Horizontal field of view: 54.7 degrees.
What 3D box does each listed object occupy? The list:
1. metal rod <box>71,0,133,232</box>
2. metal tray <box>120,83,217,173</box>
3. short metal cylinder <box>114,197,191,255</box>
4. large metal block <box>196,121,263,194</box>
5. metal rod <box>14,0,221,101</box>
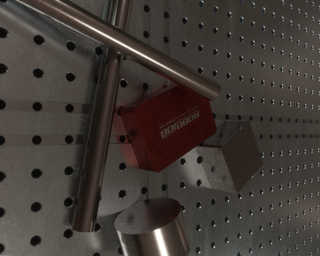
[{"bbox_3d":[-0.063,-0.035,0.357,0.025,0.025,0.298,14,81,-40],"label":"metal rod"},{"bbox_3d":[0.018,-0.009,0.423,0.131,0.030,0.090,-30,109,-36],"label":"metal tray"},{"bbox_3d":[-0.008,0.125,0.369,0.081,0.080,0.050,-24,105,-38],"label":"short metal cylinder"},{"bbox_3d":[0.111,0.043,0.489,0.081,0.050,0.080,-36,113,-34],"label":"large metal block"},{"bbox_3d":[-0.051,-0.098,0.336,0.302,0.025,0.025,22,76,-28],"label":"metal rod"}]
